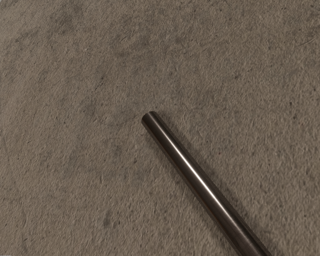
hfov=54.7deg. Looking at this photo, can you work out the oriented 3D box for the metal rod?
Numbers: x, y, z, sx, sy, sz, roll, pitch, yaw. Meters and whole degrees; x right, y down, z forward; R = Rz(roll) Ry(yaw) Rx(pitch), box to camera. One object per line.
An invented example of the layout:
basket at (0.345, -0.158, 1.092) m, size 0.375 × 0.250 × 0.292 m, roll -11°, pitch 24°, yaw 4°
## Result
metal rod at (0.058, 0.080, 0.323) m, size 0.025 × 0.025 × 0.300 m, roll -39°, pitch 51°, yaw 1°
